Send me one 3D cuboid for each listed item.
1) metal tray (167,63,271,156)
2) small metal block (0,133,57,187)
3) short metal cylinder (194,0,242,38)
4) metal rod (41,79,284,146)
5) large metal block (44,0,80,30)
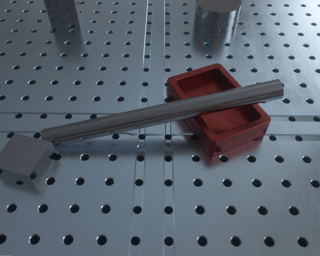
[{"bbox_3d":[0.077,-0.031,0.431,0.091,0.030,0.130,-19,53,-16],"label":"metal tray"},{"bbox_3d":[-0.163,0.038,0.374,0.050,0.025,0.050,13,51,10],"label":"small metal block"},{"bbox_3d":[0.104,-0.210,0.569,0.081,0.050,0.080,0,50,0],"label":"short metal cylinder"},{"bbox_3d":[0.002,-0.018,0.390,0.302,0.025,0.025,-12,51,2],"label":"metal rod"},{"bbox_3d":[-0.180,-0.240,0.571,0.050,0.080,0.080,-7,51,-6],"label":"large metal block"}]
